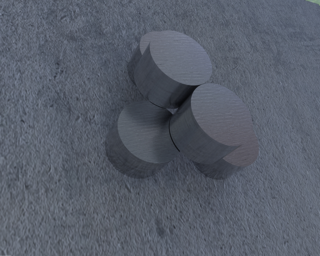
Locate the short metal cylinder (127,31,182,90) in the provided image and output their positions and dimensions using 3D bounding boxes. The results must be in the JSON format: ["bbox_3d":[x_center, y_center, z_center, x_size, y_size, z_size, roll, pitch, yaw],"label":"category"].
[{"bbox_3d":[-0.001,-0.091,0.444,0.081,0.050,0.080,14,56,-21],"label":"short metal cylinder"}]

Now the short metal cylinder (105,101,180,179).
[{"bbox_3d":[-0.020,0.015,0.369,0.081,0.050,0.080,14,56,-21],"label":"short metal cylinder"}]

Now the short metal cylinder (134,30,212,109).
[{"bbox_3d":[0.015,-0.070,0.375,0.081,0.050,0.080,13,56,-20],"label":"short metal cylinder"}]

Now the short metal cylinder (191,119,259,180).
[{"bbox_3d":[0.085,0.024,0.419,0.081,0.050,0.080,14,56,-21],"label":"short metal cylinder"}]

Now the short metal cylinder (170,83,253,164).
[{"bbox_3d":[0.058,-0.005,0.358,0.081,0.050,0.080,14,56,-21],"label":"short metal cylinder"}]
